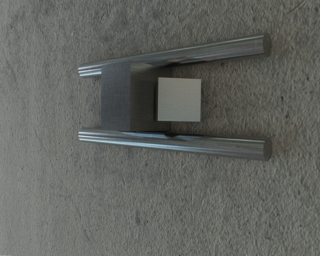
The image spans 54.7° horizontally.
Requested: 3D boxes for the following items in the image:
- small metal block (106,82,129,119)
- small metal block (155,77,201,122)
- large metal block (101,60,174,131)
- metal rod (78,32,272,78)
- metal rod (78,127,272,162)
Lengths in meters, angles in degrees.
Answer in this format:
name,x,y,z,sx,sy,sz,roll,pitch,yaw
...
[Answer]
name,x,y,z,sx,sy,sz,roll,pitch,yaw
small metal block,-0.059,-0.037,0.435,0.025,0.050,0.050,1,91,0
small metal block,0.021,-0.033,0.370,0.025,0.050,0.050,-178,89,-81
large metal block,-0.027,-0.037,0.394,0.050,0.081,0.079,1,91,40
metal rod,-0.007,-0.089,0.410,0.300,0.025,0.025,2,91,39
metal rod,-0.006,0.016,0.410,0.300,0.025,0.025,3,92,39
